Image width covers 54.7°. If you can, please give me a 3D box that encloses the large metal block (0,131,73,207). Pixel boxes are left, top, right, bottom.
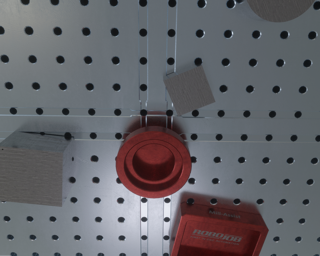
[{"bbox_3d":[-0.165,0.055,0.419,0.081,0.050,0.079,6,110,-3],"label":"large metal block"}]

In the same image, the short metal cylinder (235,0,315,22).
[{"bbox_3d":[0.127,-0.159,0.342,0.081,0.050,0.079,0,110,0],"label":"short metal cylinder"}]

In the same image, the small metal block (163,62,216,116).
[{"bbox_3d":[0.037,-0.050,0.395,0.050,0.025,0.050,-21,109,7],"label":"small metal block"}]

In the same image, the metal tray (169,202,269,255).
[{"bbox_3d":[0.087,0.169,0.473,0.131,0.030,0.089,11,110,-4],"label":"metal tray"}]

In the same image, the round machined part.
[{"bbox_3d":[-0.008,0.042,0.420,0.099,0.042,0.097,0,110,0],"label":"round machined part"}]
